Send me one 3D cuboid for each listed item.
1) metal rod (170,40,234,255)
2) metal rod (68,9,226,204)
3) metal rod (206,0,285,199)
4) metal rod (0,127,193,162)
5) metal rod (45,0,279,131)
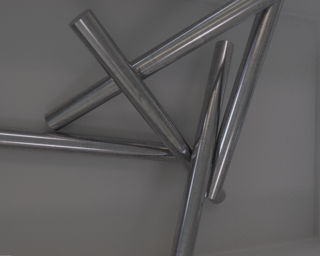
[{"bbox_3d":[0.051,0.031,0.372,0.025,0.025,0.299,19,74,-19],"label":"metal rod"},{"bbox_3d":[0.005,-0.001,0.361,0.025,0.025,0.300,-47,124,-14],"label":"metal rod"},{"bbox_3d":[0.101,-0.055,0.363,0.025,0.025,0.298,10,104,-20],"label":"metal rod"},{"bbox_3d":[-0.090,0.021,0.377,0.302,0.025,0.025,7,88,-20],"label":"metal rod"},{"bbox_3d":[0.002,-0.079,0.340,0.300,0.025,0.025,-29,101,10],"label":"metal rod"}]
